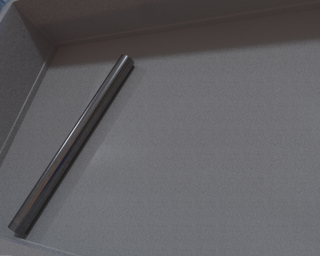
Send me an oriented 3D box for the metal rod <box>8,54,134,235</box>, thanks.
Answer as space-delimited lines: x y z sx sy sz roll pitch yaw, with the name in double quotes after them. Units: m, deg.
-0.124 0.015 0.463 0.025 0.025 0.300 19 71 35 "metal rod"
